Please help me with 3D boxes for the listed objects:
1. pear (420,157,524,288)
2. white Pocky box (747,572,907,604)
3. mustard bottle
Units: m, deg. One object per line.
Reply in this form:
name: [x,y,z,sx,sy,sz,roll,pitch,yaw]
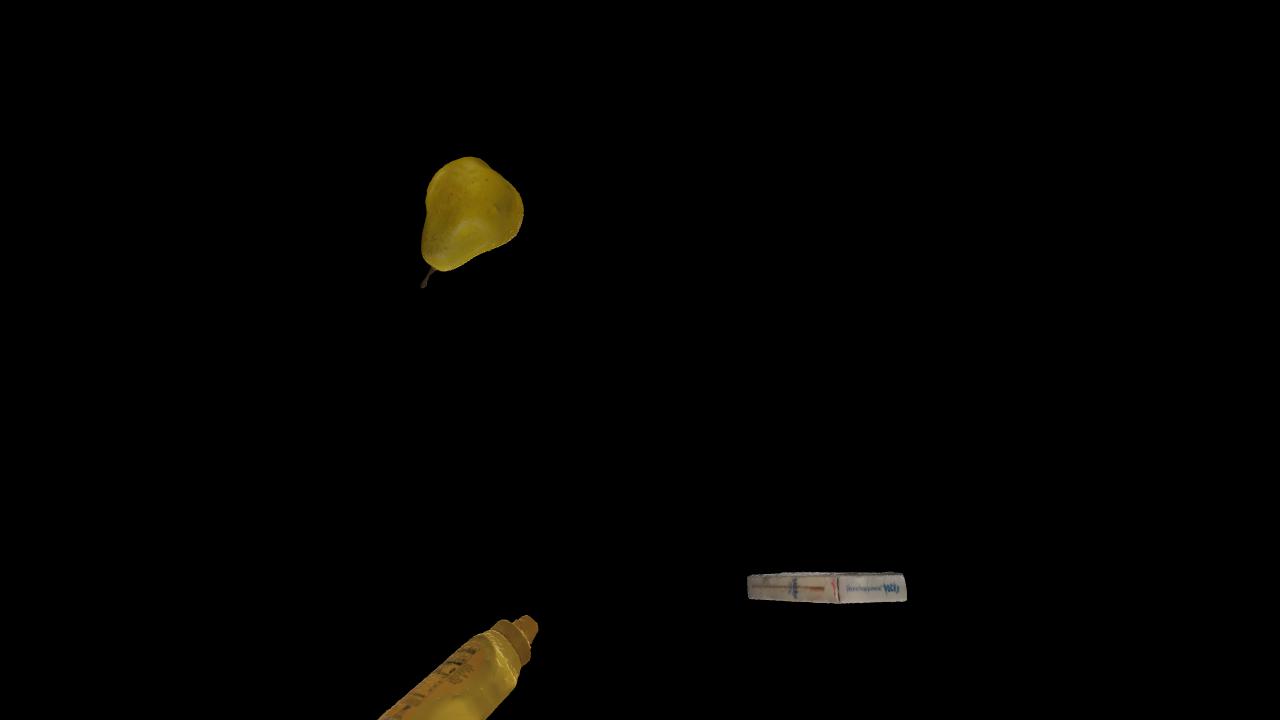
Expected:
pear: [-0.150,-0.109,0.509,0.080,0.111,0.080,41,1,-1]
white Pocky box: [0.186,0.233,0.635,0.084,0.028,0.154,7,-20,-22]
mustard bottle: [-0.148,0.266,0.481,0.092,0.054,0.184,-34,-1,42]
